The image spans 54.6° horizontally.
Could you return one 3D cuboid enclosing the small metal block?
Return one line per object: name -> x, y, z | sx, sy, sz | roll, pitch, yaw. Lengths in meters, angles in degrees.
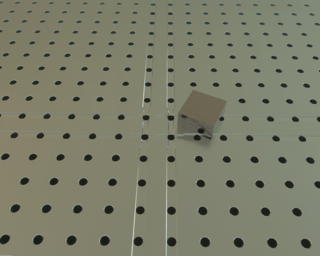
small metal block -> 0.058, -0.020, 0.425 | 0.050, 0.025, 0.050 | 21, 53, 17
